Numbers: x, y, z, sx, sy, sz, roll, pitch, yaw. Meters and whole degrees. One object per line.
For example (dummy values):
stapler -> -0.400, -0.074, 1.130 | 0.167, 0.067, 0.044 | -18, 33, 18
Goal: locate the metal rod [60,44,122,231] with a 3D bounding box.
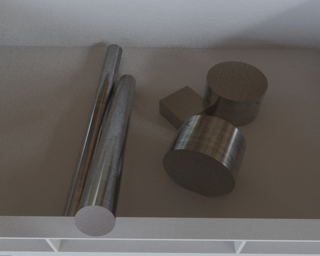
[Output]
metal rod -> -0.082, -0.014, 0.415 | 0.025, 0.025, 0.300 | 3, 50, 2

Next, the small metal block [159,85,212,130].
small metal block -> 0.034, -0.026, 0.427 | 0.050, 0.025, 0.050 | -30, 57, -23

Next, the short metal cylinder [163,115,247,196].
short metal cylinder -> 0.050, 0.032, 0.344 | 0.080, 0.080, 0.050 | 18, 53, 14

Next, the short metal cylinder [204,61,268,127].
short metal cylinder -> 0.102, -0.048, 0.431 | 0.081, 0.050, 0.080 | 0, 50, 0

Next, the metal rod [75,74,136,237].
metal rod -> -0.044, -0.005, 0.328 | 0.025, 0.025, 0.300 | -1, 25, -1
